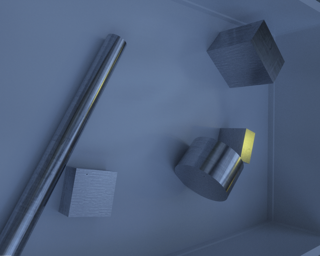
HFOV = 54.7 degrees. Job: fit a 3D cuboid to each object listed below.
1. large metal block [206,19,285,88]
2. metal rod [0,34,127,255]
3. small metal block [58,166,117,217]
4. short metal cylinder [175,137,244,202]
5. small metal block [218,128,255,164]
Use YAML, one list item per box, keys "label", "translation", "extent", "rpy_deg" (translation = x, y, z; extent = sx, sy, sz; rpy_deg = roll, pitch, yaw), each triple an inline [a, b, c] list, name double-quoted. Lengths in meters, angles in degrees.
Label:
- label: "large metal block"
  translation: [0.135, -0.112, 0.486]
  extent: [0.080, 0.080, 0.050]
  rpy_deg: [49, 61, -29]
- label: "metal rod"
  translation: [-0.106, 0.029, 0.318]
  extent: [0.025, 0.025, 0.300]
  rpy_deg: [36, 68, -35]
- label: "small metal block"
  translation: [-0.079, 0.070, 0.342]
  extent: [0.050, 0.025, 0.050]
  rpy_deg: [13, 82, -40]
- label: "short metal cylinder"
  translation: [0.068, 0.057, 0.431]
  extent: [0.080, 0.080, 0.050]
  rpy_deg: [52, 60, -28]
- label: "small metal block"
  translation: [0.118, 0.028, 0.493]
  extent: [0.025, 0.050, 0.050]
  rpy_deg: [23, 75, -38]
